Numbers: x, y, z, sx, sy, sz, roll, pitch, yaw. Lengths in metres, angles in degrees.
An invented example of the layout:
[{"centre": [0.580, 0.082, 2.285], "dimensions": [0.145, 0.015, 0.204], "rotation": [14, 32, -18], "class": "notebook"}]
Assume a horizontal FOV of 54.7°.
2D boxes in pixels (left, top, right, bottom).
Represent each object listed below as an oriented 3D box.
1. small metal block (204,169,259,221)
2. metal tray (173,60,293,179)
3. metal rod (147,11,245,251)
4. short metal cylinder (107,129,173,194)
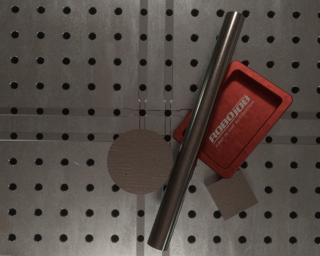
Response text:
[{"centre": [0.095, 0.087, 0.415], "dimensions": [0.050, 0.025, 0.050], "rotation": [-28, 90, -1], "class": "small metal block"}, {"centre": [0.092, -0.010, 0.399], "dimensions": [0.090, 0.030, 0.130], "rotation": [39, 90, 17], "class": "metal tray"}, {"centre": [0.046, -0.002, 0.378], "dimensions": [0.025, 0.025, 0.299], "rotation": [20, 84, -1], "class": "metal rod"}, {"centre": [-0.024, 0.041, 0.401], "dimensions": [0.081, 0.050, 0.079], "rotation": [0, 90, -1], "class": "short metal cylinder"}]
